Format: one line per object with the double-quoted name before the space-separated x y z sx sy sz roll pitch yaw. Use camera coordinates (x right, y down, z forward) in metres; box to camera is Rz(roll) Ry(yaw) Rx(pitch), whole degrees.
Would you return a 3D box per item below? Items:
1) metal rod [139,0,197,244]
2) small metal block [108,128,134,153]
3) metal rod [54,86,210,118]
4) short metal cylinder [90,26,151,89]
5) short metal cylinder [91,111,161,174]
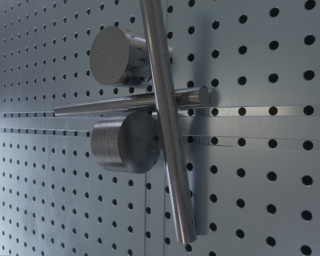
"metal rod" 0.010 -0.010 0.371 0.025 0.025 0.298 -5 96 40
"small metal block" -0.062 0.019 0.445 0.025 0.050 0.050 -2 89 40
"metal rod" -0.063 -0.033 0.461 0.300 0.025 0.025 -2 89 40
"short metal cylinder" -0.054 -0.098 0.438 0.080 0.050 0.079 0 90 40
"short metal cylinder" -0.043 0.019 0.409 0.050 0.081 0.080 -3 88 40
